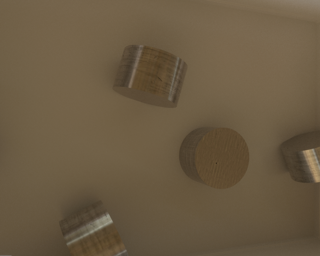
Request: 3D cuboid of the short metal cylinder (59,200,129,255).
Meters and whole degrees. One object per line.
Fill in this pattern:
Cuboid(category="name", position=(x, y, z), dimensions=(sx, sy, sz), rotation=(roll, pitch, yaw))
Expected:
Cuboid(category="short metal cylinder", position=(-0.074, 0.130, 0.354), dimensions=(0.050, 0.080, 0.080), rotation=(-25, 99, -18))

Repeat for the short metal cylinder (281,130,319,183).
Cuboid(category="short metal cylinder", position=(0.231, 0.042, 0.466), dimensions=(0.081, 0.080, 0.050), rotation=(-24, 98, -18))

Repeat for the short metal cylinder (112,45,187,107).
Cuboid(category="short metal cylinder", position=(-0.012, -0.060, 0.377), dimensions=(0.081, 0.080, 0.050), rotation=(17, 84, -19))

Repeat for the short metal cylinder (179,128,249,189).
Cuboid(category="short metal cylinder", position=(0.073, 0.039, 0.424), dimensions=(0.081, 0.050, 0.080), rotation=(0, 90, -20))
